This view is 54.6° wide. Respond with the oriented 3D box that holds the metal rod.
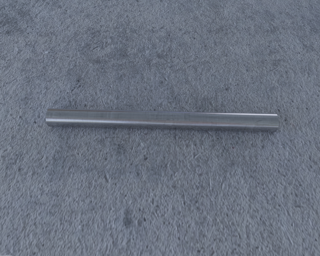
[{"bbox_3d":[0.002,-0.010,0.414,0.302,0.025,0.025,1,50,1],"label":"metal rod"}]
